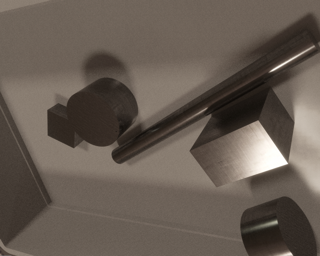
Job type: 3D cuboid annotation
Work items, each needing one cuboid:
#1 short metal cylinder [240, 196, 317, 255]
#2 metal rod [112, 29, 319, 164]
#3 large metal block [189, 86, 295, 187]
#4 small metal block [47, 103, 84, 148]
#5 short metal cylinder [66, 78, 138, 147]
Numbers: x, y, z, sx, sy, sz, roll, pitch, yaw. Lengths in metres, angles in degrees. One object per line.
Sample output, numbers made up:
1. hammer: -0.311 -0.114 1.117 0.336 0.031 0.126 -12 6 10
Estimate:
1. short metal cylinder: 0.144 0.130 0.377 0.050 0.080 0.080 -35 99 38
2. metal rod: 0.039 -0.019 0.375 0.299 0.025 0.025 -31 101 37
3. large metal block: 0.090 0.009 0.331 0.080 0.080 0.050 -29 103 37
4. small metal block: -0.146 -0.004 0.481 0.050 0.025 0.050 24 127 13
5. short metal cylinder: -0.077 -0.022 0.418 0.080 0.050 0.079 13 124 20
